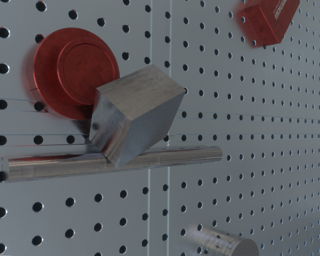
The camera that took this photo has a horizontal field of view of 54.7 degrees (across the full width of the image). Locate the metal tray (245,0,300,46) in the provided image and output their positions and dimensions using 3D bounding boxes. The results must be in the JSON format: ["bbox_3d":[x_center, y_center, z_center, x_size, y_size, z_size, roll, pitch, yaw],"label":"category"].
[{"bbox_3d":[0.217,-0.232,0.588,0.090,0.030,0.130,46,63,-30],"label":"metal tray"}]

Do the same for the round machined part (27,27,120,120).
[{"bbox_3d":[-0.084,-0.057,0.328,0.099,0.042,0.097,0,90,-40],"label":"round machined part"}]

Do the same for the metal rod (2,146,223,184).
[{"bbox_3d":[-0.028,0.040,0.386,0.302,0.025,0.025,0,90,-40],"label":"metal rod"}]

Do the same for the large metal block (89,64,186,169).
[{"bbox_3d":[-0.027,-0.014,0.342,0.050,0.079,0.081,43,50,19],"label":"large metal block"}]

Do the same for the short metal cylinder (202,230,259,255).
[{"bbox_3d":[0.112,0.208,0.488,0.081,0.050,0.079,0,90,-40],"label":"short metal cylinder"}]
